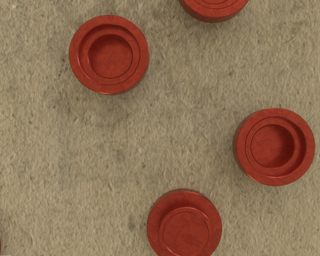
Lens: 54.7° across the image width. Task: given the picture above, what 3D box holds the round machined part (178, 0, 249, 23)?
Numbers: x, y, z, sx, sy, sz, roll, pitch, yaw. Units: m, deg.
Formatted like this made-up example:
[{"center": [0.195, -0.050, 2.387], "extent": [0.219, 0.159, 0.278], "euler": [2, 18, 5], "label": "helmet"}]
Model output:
[{"center": [0.069, -0.185, 0.402], "extent": [0.099, 0.042, 0.097], "euler": [0, 90, -1], "label": "round machined part"}]

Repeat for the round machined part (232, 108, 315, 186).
[{"center": [0.143, 0.024, 0.403], "extent": [0.099, 0.042, 0.097], "euler": [0, 90, -1], "label": "round machined part"}]

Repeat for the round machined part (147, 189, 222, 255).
[{"center": [0.032, 0.131, 0.402], "extent": [0.099, 0.042, 0.097], "euler": [0, 90, -1], "label": "round machined part"}]

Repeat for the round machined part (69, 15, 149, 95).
[{"center": [-0.063, -0.091, 0.401], "extent": [0.099, 0.042, 0.097], "euler": [0, 90, -1], "label": "round machined part"}]
